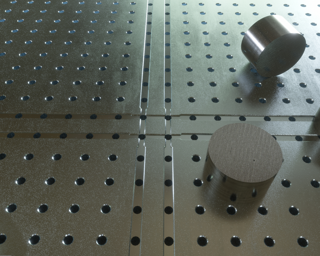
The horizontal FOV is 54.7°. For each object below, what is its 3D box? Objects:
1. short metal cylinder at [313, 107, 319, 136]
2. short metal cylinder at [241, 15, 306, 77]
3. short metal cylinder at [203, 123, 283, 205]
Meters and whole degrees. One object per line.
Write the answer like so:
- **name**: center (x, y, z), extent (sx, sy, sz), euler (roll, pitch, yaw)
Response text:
- **short metal cylinder**: center (0.254, -0.015, 0.408), extent (0.081, 0.050, 0.080), euler (0, 50, 0)
- **short metal cylinder**: center (0.174, -0.126, 0.480), extent (0.081, 0.080, 0.050), euler (-13, 52, -11)
- **short metal cylinder**: center (0.093, 0.041, 0.359), extent (0.081, 0.050, 0.080), euler (0, 50, 0)
